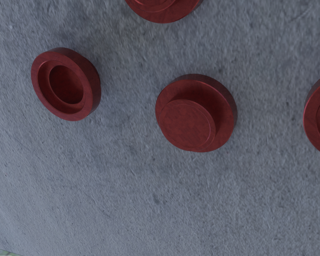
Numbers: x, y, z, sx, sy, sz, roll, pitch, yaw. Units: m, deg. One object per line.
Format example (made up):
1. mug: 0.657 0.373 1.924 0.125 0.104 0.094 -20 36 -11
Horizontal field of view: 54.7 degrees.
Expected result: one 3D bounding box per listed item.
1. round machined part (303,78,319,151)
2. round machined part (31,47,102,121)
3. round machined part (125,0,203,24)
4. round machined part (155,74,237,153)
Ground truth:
1. round machined part: 0.188 -0.016 0.287 0.098 0.042 0.097 13 124 20
2. round machined part: -0.121 -0.061 0.419 0.098 0.042 0.097 13 124 20
3. round machined part: -0.002 -0.152 0.302 0.098 0.042 0.097 13 124 20
4. round machined part: 0.038 -0.011 0.368 0.098 0.042 0.097 13 124 20
